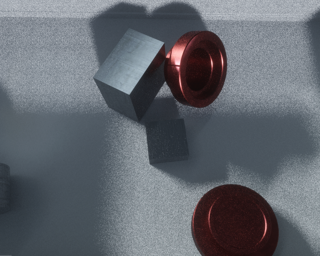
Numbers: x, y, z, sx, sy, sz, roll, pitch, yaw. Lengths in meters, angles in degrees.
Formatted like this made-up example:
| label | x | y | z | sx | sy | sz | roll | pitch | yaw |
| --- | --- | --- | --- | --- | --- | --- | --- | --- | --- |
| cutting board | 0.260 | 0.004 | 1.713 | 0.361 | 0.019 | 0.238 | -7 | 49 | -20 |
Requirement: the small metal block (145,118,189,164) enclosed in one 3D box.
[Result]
| label | x | y | z | sx | sy | sz | roll | pitch | yaw |
| --- | --- | --- | --- | --- | --- | --- | --- | --- | --- |
| small metal block | 0.009 | 0.017 | 0.403 | 0.050 | 0.025 | 0.050 | -6 | 70 | -3 |

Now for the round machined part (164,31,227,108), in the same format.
| label | x | y | z | sx | sy | sz | roll | pitch | yaw |
| --- | --- | --- | --- | --- | --- | --- | --- | --- | --- |
| round machined part | 0.043 | -0.078 | 0.410 | 0.042 | 0.098 | 0.098 | 16 | 66 | 43 |

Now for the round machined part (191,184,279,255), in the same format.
| label | x | y | z | sx | sy | sz | roll | pitch | yaw |
| --- | --- | --- | --- | --- | --- | --- | --- | --- | --- |
| round machined part | 0.087 | 0.111 | 0.354 | 0.099 | 0.042 | 0.098 | 0 | 62 | -1 |

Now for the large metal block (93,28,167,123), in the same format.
| label | x | y | z | sx | sy | sz | roll | pitch | yaw |
| --- | --- | --- | --- | --- | --- | --- | --- | --- | --- |
| large metal block | -0.033 | -0.066 | 0.402 | 0.050 | 0.080 | 0.080 | 27 | 72 | 14 |

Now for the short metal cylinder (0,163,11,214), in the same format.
| label | x | y | z | sx | sy | sz | roll | pitch | yaw |
| --- | --- | --- | --- | --- | --- | --- | --- | --- | --- |
| short metal cylinder | -0.215 | 0.073 | 0.351 | 0.081 | 0.080 | 0.050 | -10 | 71 | -4 |
